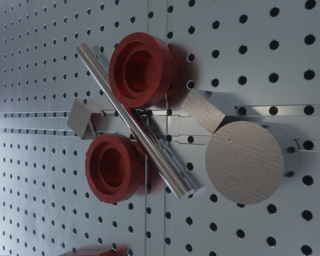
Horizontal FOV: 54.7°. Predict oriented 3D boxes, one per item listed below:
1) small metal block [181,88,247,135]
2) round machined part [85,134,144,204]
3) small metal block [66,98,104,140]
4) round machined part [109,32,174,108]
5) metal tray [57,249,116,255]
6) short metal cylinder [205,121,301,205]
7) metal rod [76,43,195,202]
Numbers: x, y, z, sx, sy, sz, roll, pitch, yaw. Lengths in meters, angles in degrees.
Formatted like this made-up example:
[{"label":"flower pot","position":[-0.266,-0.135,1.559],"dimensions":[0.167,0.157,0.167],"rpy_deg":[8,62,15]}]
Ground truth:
[{"label":"small metal block","position":[0.060,-0.018,0.344],"dimensions":[0.050,0.050,0.025],"rpy_deg":[45,117,31]},{"label":"round machined part","position":[-0.061,0.057,0.449],"dimensions":[0.098,0.042,0.097],"rpy_deg":[0,90,40]},{"label":"small metal block","position":[-0.124,-0.015,0.512],"dimensions":[0.050,0.025,0.050],"rpy_deg":[38,113,33]},{"label":"round machined part","position":[-0.021,-0.075,0.415],"dimensions":[0.098,0.042,0.097],"rpy_deg":[0,90,40]},{"label":"metal tray","position":[-0.117,0.249,0.503],"dimensions":[0.130,0.030,0.090],"rpy_deg":[-21,77,38]},{"label":"short metal cylinder","position":[0.094,0.033,0.316],"dimensions":[0.080,0.050,0.080],"rpy_deg":[0,90,40]},{"label":"metal rod","position":[-0.048,-0.024,0.448],"dimensions":[0.025,0.025,0.300],"rpy_deg":[-52,60,27]}]
